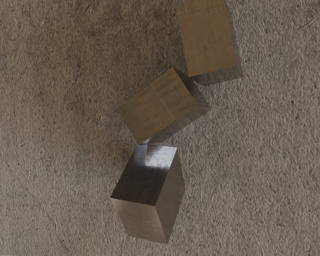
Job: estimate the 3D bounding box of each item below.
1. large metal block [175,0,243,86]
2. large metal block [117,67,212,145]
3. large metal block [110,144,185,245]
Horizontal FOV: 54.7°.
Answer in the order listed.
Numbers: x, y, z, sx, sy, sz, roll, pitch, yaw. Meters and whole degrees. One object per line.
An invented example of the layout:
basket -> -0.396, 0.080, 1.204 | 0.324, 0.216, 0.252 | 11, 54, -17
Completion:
large metal block -> 0.061, -0.097, 0.358 | 0.050, 0.080, 0.080 | -11, 86, 20
large metal block -> 0.009, -0.023, 0.377 | 0.080, 0.080, 0.050 | -35, 79, 17
large metal block -> -0.009, 0.076, 0.365 | 0.050, 0.080, 0.080 | 5, 135, 20
